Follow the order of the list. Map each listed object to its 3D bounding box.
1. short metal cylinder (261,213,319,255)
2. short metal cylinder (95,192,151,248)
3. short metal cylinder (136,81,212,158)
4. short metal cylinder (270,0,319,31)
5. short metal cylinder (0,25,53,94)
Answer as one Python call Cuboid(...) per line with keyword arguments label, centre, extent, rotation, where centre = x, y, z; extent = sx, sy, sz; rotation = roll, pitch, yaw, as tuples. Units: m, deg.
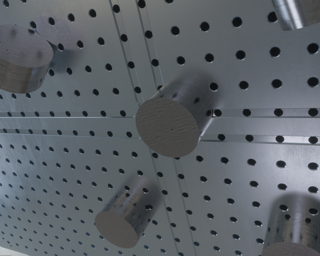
Cuboid(label="short metal cylinder", centre=(0.176, 0.157, 0.400), extent=(0.080, 0.050, 0.079), rotation=(13, 124, 21))
Cuboid(label="short metal cylinder", centre=(-0.062, 0.155, 0.524), extent=(0.080, 0.050, 0.079), rotation=(13, 124, 21))
Cuboid(label="short metal cylinder", centre=(0.018, -0.011, 0.379), extent=(0.080, 0.050, 0.079), rotation=(13, 124, 21))
Cuboid(label="short metal cylinder", centre=(0.125, -0.117, 0.238), extent=(0.080, 0.080, 0.050), rotation=(-17, 110, 34))
Cuboid(label="short metal cylinder", centre=(-0.193, -0.093, 0.420), extent=(0.080, 0.080, 0.050), rotation=(40, 129, 0))
